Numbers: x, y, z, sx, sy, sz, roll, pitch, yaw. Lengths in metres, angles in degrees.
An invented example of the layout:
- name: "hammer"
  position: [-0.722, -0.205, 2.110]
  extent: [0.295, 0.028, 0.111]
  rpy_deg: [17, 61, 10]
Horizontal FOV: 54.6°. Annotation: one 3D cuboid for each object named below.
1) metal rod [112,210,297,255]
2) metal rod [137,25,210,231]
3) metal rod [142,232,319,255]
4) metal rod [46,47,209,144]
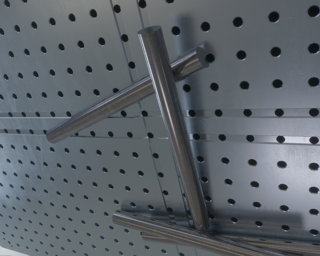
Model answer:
- name: "metal rod"
  position: [0.049, 0.165, 0.466]
  extent: [0.300, 0.025, 0.025]
  rpy_deg: [4, 120, 34]
- name: "metal rod"
  position: [0.026, 0.023, 0.390]
  extent: [0.025, 0.025, 0.299]
  rpy_deg: [1, 126, 28]
- name: "metal rod"
  position: [0.105, 0.171, 0.461]
  extent: [0.300, 0.025, 0.025]
  rpy_deg: [-5, 116, 30]
- name: "metal rod"
  position: [-0.065, -0.032, 0.426]
  extent: [0.299, 0.025, 0.025]
  rpy_deg: [-22, 107, 36]
